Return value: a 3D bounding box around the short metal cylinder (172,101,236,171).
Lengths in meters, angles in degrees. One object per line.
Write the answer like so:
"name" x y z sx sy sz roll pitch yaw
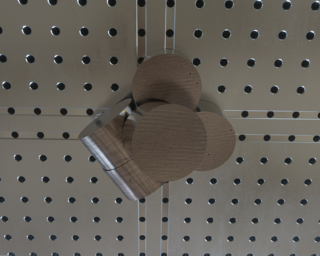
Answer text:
"short metal cylinder" 0.053 0.009 0.403 0.081 0.050 0.079 0 110 -1

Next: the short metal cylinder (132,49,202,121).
"short metal cylinder" 0.008 -0.054 0.379 0.081 0.050 0.079 0 110 -1

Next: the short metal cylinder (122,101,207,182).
"short metal cylinder" 0.003 0.012 0.336 0.081 0.050 0.079 -3 98 -18

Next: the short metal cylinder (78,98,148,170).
"short metal cylinder" -0.053 0.007 0.386 0.080 0.080 0.050 -32 107 11

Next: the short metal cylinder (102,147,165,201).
"short metal cylinder" -0.027 0.047 0.401 0.080 0.080 0.050 -32 107 11
